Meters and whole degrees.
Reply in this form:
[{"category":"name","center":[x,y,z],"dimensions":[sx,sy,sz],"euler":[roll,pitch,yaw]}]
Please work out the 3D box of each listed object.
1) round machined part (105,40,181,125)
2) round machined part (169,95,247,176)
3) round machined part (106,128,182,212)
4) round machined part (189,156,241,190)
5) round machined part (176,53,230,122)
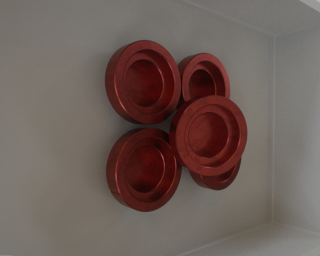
[{"category":"round machined part","center":[-0.024,-0.053,0.375],"dimensions":[0.099,0.042,0.097],"euler":[0,90,-40]},{"category":"round machined part","center":[0.056,0.008,0.387],"dimensions":[0.099,0.042,0.097],"euler":[-2,96,-22]},{"category":"round machined part","center":[-0.023,0.048,0.376],"dimensions":[0.099,0.042,0.097],"euler":[0,90,-40]},{"category":"round machined part","center":[0.074,0.040,0.458],"dimensions":[0.099,0.042,0.097],"euler":[0,90,-40]},{"category":"round machined part","center":[0.053,-0.054,0.440],"dimensions":[0.099,0.042,0.097],"euler":[0,90,-40]}]
